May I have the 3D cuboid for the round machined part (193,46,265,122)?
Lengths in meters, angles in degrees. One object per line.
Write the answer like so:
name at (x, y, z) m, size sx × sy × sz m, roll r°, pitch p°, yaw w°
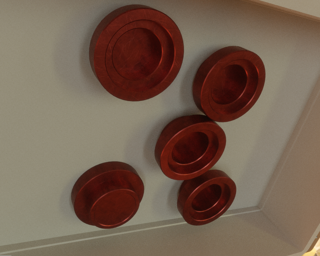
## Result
round machined part at (0.085, -0.060, 0.407) m, size 0.099 × 0.042 × 0.097 m, roll -14°, pitch 124°, yaw -21°

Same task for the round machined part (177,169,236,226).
round machined part at (0.071, 0.107, 0.502) m, size 0.099 × 0.042 × 0.097 m, roll -14°, pitch 124°, yaw -21°

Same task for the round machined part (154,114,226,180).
round machined part at (0.038, 0.022, 0.428) m, size 0.099 × 0.042 × 0.097 m, roll -14°, pitch 129°, yaw -17°

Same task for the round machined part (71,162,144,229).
round machined part at (-0.067, 0.097, 0.421) m, size 0.099 × 0.042 × 0.097 m, roll -14°, pitch 124°, yaw -21°

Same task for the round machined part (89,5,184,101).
round machined part at (-0.027, -0.081, 0.332) m, size 0.099 × 0.042 × 0.097 m, roll -14°, pitch 124°, yaw -21°
